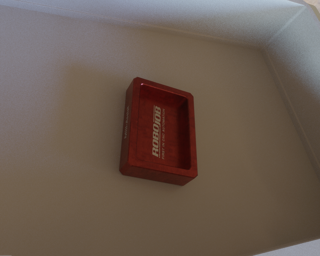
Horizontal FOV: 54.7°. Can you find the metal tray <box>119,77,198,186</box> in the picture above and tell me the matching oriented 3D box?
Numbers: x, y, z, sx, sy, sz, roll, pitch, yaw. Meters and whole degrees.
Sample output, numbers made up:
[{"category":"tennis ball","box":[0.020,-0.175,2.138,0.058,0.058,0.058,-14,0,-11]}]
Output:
[{"category":"metal tray","box":[0.000,0.003,0.401,0.091,0.030,0.130,14,56,-21]}]
